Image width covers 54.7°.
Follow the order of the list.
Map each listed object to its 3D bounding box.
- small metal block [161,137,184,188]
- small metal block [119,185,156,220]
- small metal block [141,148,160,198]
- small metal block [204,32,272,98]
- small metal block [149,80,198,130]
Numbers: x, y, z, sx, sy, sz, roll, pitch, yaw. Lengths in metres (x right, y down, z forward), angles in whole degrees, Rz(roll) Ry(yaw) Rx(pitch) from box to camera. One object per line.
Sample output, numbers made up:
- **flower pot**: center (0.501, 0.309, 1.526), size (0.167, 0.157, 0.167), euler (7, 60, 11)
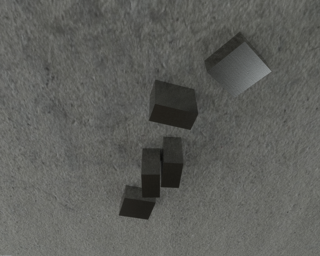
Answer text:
- **small metal block**: center (0.016, 0.048, 0.432), size (0.025, 0.050, 0.050), euler (3, 130, -3)
- **small metal block**: center (-0.038, 0.124, 0.512), size (0.050, 0.025, 0.050), euler (11, 129, -10)
- **small metal block**: center (-0.013, 0.065, 0.446), size (0.025, 0.050, 0.050), euler (0, 130, -1)
- **small metal block**: center (0.087, -0.070, 0.349), size (0.050, 0.025, 0.050), euler (37, 121, -28)
- **small metal block**: center (0.015, -0.028, 0.367), size (0.050, 0.050, 0.025), euler (13, 129, -11)
